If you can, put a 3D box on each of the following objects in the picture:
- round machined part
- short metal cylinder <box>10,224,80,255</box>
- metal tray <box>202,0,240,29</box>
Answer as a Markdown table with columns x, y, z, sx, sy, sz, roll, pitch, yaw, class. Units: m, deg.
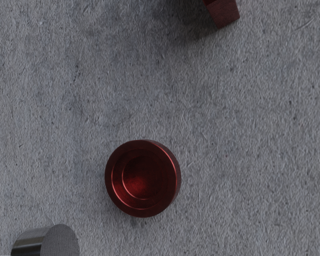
| x | y | z | sx | sy | sz | roll | pitch | yaw | class |
| --- | --- | --- | --- | --- | --- | --- | --- | --- | --- |
| -0.019 | 0.063 | 0.406 | 0.098 | 0.042 | 0.097 | 0 | 90 | 19 | round machined part |
| -0.159 | 0.179 | 0.434 | 0.050 | 0.080 | 0.080 | -15 | 85 | 19 | short metal cylinder |
| 0.048 | -0.189 | 0.356 | 0.030 | 0.090 | 0.129 | -25 | 82 | 18 | metal tray |
